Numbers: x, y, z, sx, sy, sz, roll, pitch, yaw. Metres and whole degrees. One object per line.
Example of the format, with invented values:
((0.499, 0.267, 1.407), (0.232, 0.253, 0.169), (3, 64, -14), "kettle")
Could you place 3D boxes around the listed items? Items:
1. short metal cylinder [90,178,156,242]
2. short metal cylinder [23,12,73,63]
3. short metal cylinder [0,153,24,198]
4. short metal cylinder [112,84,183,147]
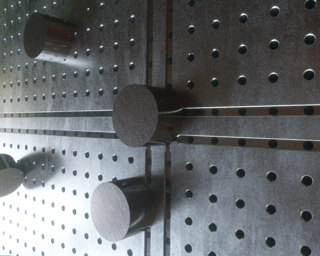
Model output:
((-0.053, 0.113, 0.437), (0.080, 0.050, 0.079), (0, 90, 40), "short metal cylinder")
((-0.204, -0.162, 0.561), (0.080, 0.050, 0.079), (0, 90, 40), "short metal cylinder")
((-0.338, 0.101, 0.653), (0.050, 0.081, 0.079), (41, 115, 32), "short metal cylinder")
((-0.017, -0.016, 0.407), (0.080, 0.050, 0.079), (0, 90, 40), "short metal cylinder")
